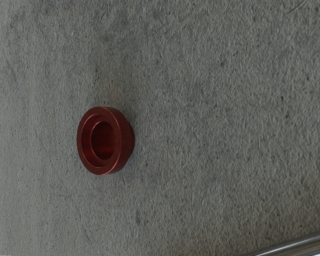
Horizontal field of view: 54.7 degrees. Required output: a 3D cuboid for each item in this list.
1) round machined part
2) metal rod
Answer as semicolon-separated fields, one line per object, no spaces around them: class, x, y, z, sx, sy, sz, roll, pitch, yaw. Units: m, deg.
round machined part;-0.075;0.018;0.454;0.098;0.042;0.097;0;90;39
metal rod;0.075;0.159;0.341;0.299;0.025;0.025;-36;68;34
